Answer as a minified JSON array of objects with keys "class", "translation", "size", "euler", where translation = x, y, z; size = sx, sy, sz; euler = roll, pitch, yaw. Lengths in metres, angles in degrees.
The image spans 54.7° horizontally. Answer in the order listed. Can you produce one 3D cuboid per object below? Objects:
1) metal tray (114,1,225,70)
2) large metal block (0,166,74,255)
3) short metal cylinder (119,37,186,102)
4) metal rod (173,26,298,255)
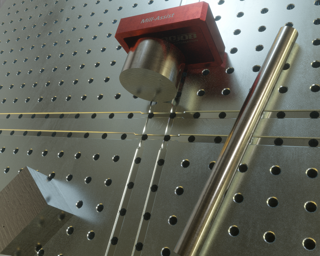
[{"class":"metal tray","translation":[0.015,-0.120,0.431],"size":[0.130,0.090,0.030],"euler":[-1,62,27]},{"class":"large metal block","translation":[-0.177,0.113,0.416],"size":[0.080,0.050,0.080],"euler":[-46,51,-4]},{"class":"short metal cylinder","translation":[-0.010,-0.078,0.426],"size":[0.080,0.080,0.050],"euler":[2,63,29]},{"class":"metal rod","translation":[0.094,0.005,0.355],"size":[0.025,0.025,0.300],"euler":[18,71,35]}]
